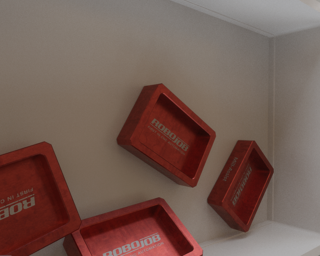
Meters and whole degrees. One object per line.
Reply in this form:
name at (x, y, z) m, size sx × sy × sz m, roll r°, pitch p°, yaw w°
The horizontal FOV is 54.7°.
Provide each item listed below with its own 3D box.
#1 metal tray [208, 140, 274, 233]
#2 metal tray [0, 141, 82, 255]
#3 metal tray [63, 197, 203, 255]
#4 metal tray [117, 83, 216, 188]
metal tray at (0.140, 0.096, 0.524) m, size 0.090 × 0.030 × 0.130 m, roll 49°, pitch 61°, yaw -29°
metal tray at (-0.146, 0.074, 0.267) m, size 0.131 × 0.030 × 0.090 m, roll -21°, pitch 88°, yaw -38°
metal tray at (-0.027, 0.133, 0.343) m, size 0.131 × 0.090 × 0.030 m, roll -6°, pitch 131°, yaw -40°
metal tray at (0.015, 0.013, 0.417) m, size 0.130 × 0.030 × 0.090 m, roll 38°, pitch 66°, yaw -34°
